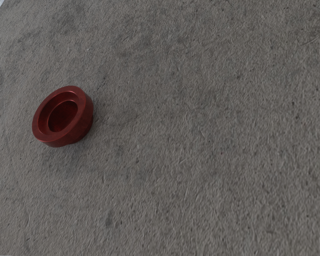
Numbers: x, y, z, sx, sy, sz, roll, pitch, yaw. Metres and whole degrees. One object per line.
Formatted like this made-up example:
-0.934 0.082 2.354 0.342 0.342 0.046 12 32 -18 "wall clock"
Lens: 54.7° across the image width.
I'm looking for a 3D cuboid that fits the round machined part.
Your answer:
-0.143 -0.014 0.477 0.098 0.042 0.098 -13 56 21 "round machined part"
